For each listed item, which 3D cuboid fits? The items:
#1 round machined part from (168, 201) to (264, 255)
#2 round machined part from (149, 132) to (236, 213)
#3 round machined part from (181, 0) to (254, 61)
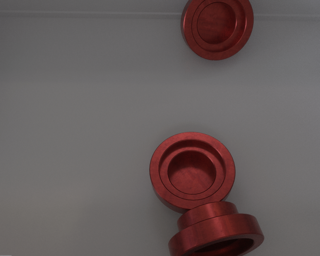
[{"bbox_3d":[0.056,0.113,0.333,0.099,0.098,0.042,-12,53,-5],"label":"round machined part"},{"bbox_3d":[0.038,0.057,0.373,0.099,0.042,0.098,-1,58,3],"label":"round machined part"},{"bbox_3d":[0.077,-0.148,0.437,0.099,0.097,0.042,-11,26,-4],"label":"round machined part"}]
